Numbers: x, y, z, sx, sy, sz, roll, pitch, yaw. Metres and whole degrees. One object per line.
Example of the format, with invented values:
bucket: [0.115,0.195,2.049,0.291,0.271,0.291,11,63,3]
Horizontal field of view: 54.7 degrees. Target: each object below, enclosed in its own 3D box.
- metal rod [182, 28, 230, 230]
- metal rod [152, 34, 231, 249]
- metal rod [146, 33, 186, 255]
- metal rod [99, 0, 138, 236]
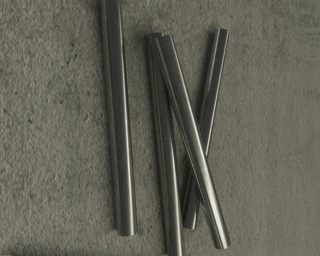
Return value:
metal rod: [0.067,-0.005,0.460,0.025,0.025,0.299,19,78,-39]
metal rod: [0.046,0.028,0.409,0.025,0.025,0.298,-28,108,-36]
metal rod: [0.008,0.028,0.411,0.025,0.025,0.298,-10,96,-40]
metal rod: [-0.049,-0.023,0.363,0.025,0.025,0.298,-7,94,-40]
